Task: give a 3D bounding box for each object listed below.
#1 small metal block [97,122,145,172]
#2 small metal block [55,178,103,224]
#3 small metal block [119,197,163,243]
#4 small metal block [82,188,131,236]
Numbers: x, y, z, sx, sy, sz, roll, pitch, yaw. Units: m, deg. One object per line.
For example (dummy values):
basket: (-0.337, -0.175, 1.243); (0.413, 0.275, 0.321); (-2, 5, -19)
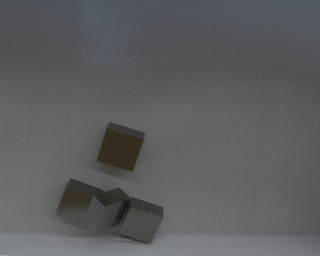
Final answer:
small metal block: (-0.053, 0.025, 0.420); (0.050, 0.025, 0.050); (18, 109, -7)
small metal block: (-0.117, 0.108, 0.450); (0.050, 0.025, 0.050); (22, 108, -8)
small metal block: (-0.028, 0.137, 0.462); (0.050, 0.025, 0.050); (21, 109, -8)
small metal block: (-0.075, 0.117, 0.438); (0.025, 0.050, 0.050); (34, 112, 29)
